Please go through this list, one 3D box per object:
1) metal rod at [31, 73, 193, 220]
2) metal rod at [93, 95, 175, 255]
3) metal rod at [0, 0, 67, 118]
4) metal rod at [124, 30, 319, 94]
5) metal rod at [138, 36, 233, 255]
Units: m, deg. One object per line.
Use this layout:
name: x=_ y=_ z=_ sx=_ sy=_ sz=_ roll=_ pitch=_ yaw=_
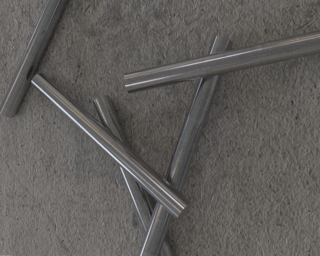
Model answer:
metal rod: x=-0.079 y=0.010 z=0.410 sx=0.300 sy=0.025 sz=0.025 roll=38 pitch=102 yaw=26
metal rod: x=-0.025 y=0.096 z=0.417 sx=0.025 sy=0.025 sz=0.299 roll=-26 pitch=82 yaw=18
metal rod: x=-0.175 y=-0.151 z=0.470 sx=0.025 sy=0.025 sz=0.299 roll=32 pitch=100 yaw=17
metal rod: x=0.106 y=-0.081 z=0.348 sx=0.301 sy=0.025 sz=0.025 roll=-11 pitch=87 yaw=10
metal rod: x=0.029 y=0.033 z=0.383 sx=0.025 sy=0.025 sz=0.299 roll=19 pitch=91 yaw=19
